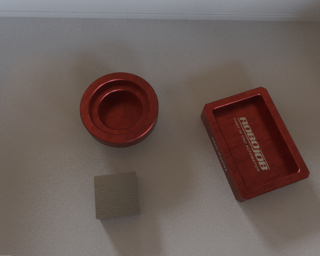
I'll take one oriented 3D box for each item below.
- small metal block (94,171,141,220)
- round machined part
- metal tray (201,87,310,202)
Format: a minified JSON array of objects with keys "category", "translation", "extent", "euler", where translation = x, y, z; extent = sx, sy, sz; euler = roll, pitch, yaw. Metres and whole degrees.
[{"category":"small metal block","translation":[-0.052,0.083,0.379],"extent":[0.050,0.025,0.050],"euler":[-6,70,-3]},{"category":"round machined part","translation":[-0.051,-0.020,0.408],"extent":[0.099,0.042,0.098],"euler":[0,70,-1]},{"category":"metal tray","translation":[0.119,0.019,0.401],"extent":[0.091,0.030,0.130],"euler":[-18,71,-7]}]
